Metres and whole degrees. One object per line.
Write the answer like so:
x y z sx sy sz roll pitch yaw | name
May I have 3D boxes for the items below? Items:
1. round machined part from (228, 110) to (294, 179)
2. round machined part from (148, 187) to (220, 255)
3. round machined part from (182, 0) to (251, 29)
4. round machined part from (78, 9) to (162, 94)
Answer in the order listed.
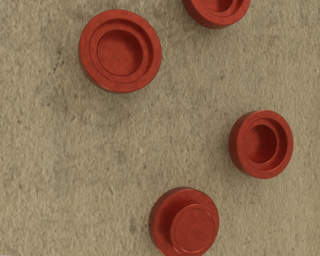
0.142 0.023 0.454 0.099 0.042 0.097 0 90 -21 | round machined part
0.038 0.131 0.415 0.099 0.042 0.097 0 90 -21 | round machined part
0.073 -0.185 0.428 0.099 0.042 0.097 0 90 -21 | round machined part
-0.051 -0.091 0.382 0.099 0.042 0.097 0 90 -21 | round machined part
